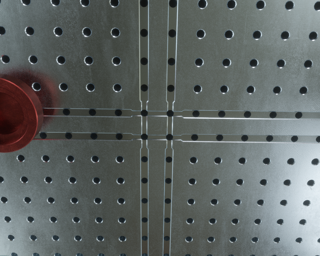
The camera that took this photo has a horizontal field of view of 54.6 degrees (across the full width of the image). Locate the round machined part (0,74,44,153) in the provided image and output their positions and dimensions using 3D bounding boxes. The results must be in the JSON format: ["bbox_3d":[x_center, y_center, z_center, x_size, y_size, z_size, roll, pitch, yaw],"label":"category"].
[{"bbox_3d":[-0.198,-0.021,0.395,0.099,0.042,0.097,0,110,0],"label":"round machined part"}]
